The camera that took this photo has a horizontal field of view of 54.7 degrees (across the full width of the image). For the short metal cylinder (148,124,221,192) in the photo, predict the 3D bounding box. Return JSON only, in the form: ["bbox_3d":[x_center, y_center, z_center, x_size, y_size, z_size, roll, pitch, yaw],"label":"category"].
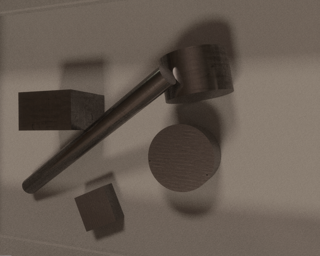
[{"bbox_3d":[0.032,0.035,0.385,0.080,0.050,0.079,0,90,19],"label":"short metal cylinder"}]

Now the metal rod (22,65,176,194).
[{"bbox_3d":[-0.097,0.017,0.404,0.299,0.025,0.025,-35,79,31],"label":"metal rod"}]

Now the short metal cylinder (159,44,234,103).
[{"bbox_3d":[0.043,-0.061,0.366,0.080,0.080,0.050,-10,87,19],"label":"short metal cylinder"}]

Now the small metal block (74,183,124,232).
[{"bbox_3d":[-0.086,0.112,0.440,0.050,0.025,0.050,-25,82,18],"label":"small metal block"}]

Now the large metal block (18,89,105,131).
[{"bbox_3d":[-0.132,-0.022,0.426,0.080,0.080,0.050,-1,90,19],"label":"large metal block"}]
